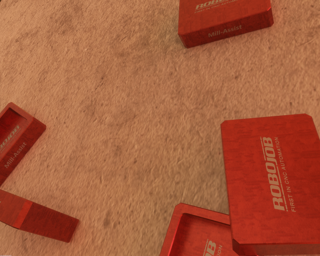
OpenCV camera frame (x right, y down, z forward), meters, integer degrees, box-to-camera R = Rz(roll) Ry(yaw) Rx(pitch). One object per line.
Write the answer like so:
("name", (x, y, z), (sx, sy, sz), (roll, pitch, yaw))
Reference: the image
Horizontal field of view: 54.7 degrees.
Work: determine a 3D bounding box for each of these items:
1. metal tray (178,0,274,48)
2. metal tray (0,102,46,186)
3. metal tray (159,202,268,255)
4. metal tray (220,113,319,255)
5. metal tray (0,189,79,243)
("metal tray", (0.094, -0.175, 0.458), (0.130, 0.030, 0.090), (-9, 58, 22))
("metal tray", (-0.262, 0.027, 0.518), (0.090, 0.030, 0.130), (26, 76, 36))
("metal tray", (0.041, 0.145, 0.289), (0.090, 0.030, 0.130), (7, 65, 31))
("metal tray", (0.108, 0.048, 0.291), (0.090, 0.030, 0.130), (-5, 51, 10))
("metal tray", (-0.179, 0.103, 0.390), (0.130, 0.090, 0.030), (8, 66, 31))
